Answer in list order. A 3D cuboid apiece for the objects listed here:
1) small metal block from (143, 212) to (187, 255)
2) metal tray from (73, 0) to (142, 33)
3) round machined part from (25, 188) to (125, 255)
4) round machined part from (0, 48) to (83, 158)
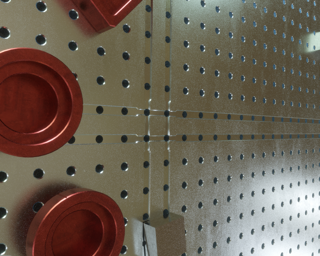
[{"bbox_3d":[0.007,0.147,0.415,0.050,0.025,0.050,-8,95,-40],"label":"small metal block"},{"bbox_3d":[-0.052,-0.187,0.361,0.090,0.030,0.130,51,60,-28],"label":"metal tray"},{"bbox_3d":[-0.089,0.111,0.323,0.099,0.042,0.097,0,90,-40],"label":"round machined part"},{"bbox_3d":[-0.127,-0.023,0.291,0.099,0.042,0.097,0,90,-40],"label":"round machined part"}]
